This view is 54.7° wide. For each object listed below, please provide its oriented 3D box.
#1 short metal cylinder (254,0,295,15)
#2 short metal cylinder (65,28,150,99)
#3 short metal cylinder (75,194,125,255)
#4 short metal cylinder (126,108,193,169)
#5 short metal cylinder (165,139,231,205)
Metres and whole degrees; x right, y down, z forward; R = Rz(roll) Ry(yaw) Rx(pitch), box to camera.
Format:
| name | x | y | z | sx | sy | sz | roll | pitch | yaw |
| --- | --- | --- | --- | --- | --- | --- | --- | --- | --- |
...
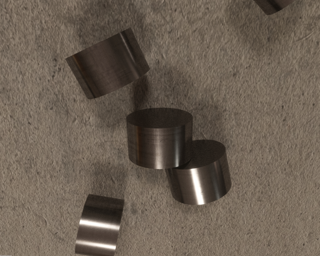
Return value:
| name | x | y | z | sx | sy | sz | roll | pitch | yaw |
| --- | --- | --- | --- | --- | --- | --- | --- | --- | --- |
| short metal cylinder | 0.127 | -0.166 | 0.321 | 0.050 | 0.080 | 0.080 | 42 | 104 | -14 |
| short metal cylinder | -0.059 | -0.074 | 0.353 | 0.080 | 0.080 | 0.050 | -23 | 109 | 8 |
| short metal cylinder | -0.082 | 0.136 | 0.429 | 0.050 | 0.080 | 0.079 | 11 | 110 | -5 |
| short metal cylinder | 0.000 | 0.010 | 0.384 | 0.081 | 0.080 | 0.050 | -1 | 110 | 0 |
| short metal cylinder | 0.048 | 0.055 | 0.401 | 0.080 | 0.080 | 0.050 | -12 | 110 | 4 |
